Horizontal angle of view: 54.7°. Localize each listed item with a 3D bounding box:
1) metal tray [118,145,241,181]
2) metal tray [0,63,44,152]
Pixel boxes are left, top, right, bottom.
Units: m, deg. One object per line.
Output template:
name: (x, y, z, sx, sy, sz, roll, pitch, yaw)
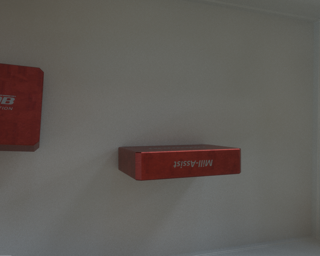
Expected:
metal tray: (0.022, 0.039, 0.385, 0.131, 0.090, 0.030, 0, 91, -20)
metal tray: (-0.193, -0.024, 0.322, 0.131, 0.030, 0.090, 3, 71, -20)
